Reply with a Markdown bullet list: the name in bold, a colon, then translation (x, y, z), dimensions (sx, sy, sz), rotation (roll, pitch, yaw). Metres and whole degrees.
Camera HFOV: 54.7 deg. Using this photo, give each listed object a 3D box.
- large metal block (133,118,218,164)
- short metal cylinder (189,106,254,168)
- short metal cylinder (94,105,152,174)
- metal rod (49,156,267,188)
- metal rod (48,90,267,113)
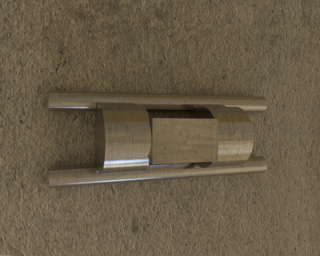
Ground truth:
- **large metal block**: translation (0.016, 0.014, 0.384), dimensions (0.081, 0.080, 0.050), rotation (0, 90, -20)
- **short metal cylinder**: translation (0.078, 0.012, 0.409), dimensions (0.050, 0.080, 0.079), rotation (-1, 91, -20)
- **short metal cylinder**: translation (-0.046, 0.013, 0.363), dimensions (0.050, 0.080, 0.079), rotation (-1, 91, -20)
- **metal rod**: translation (0.012, 0.056, 0.415), dimensions (0.303, 0.025, 0.025), rotation (-1, 91, -20)
- **metal rod**: translation (0.011, -0.033, 0.414), dimensions (0.303, 0.025, 0.025), rotation (-1, 91, -20)
